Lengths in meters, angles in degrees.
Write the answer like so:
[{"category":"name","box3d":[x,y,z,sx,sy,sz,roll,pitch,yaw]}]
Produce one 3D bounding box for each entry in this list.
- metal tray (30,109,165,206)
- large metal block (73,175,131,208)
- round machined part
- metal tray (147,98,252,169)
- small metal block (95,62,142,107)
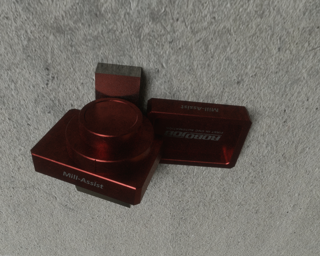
[{"category":"metal tray","box3d":[-0.069,0.029,0.368,0.131,0.090,0.030,17,131,9]},{"category":"large metal block","box3d":[-0.070,0.057,0.415,0.080,0.050,0.080,16,144,9]},{"category":"round machined part","box3d":[-0.055,0.002,0.347,0.099,0.098,0.042,5,130,-5]},{"category":"metal tray","box3d":[0.045,0.010,0.414,0.131,0.030,0.089,5,130,-5]},{"category":"small metal block","box3d":[-0.050,-0.048,0.368,0.050,0.025,0.050,5,130,-5]}]
